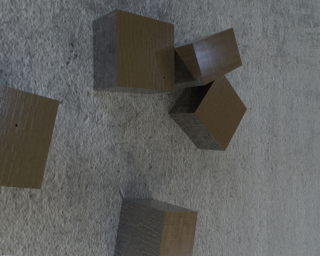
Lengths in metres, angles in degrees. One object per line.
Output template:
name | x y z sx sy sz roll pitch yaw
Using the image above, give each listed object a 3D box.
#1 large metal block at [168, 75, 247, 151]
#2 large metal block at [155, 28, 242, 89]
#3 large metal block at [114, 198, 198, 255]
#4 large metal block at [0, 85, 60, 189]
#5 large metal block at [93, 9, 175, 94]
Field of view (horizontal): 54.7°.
large metal block | 0.071 -0.024 0.448 0.080 0.050 0.080 48 62 -30
large metal block | 0.047 -0.089 0.407 0.081 0.080 0.050 -30 109 -36
large metal block | -0.007 0.130 0.363 0.050 0.080 0.080 13 82 -39
large metal block | -0.144 0.006 0.268 0.081 0.050 0.080 15 80 -39
large metal block | -0.030 -0.083 0.363 0.081 0.050 0.080 -1 91 -40
